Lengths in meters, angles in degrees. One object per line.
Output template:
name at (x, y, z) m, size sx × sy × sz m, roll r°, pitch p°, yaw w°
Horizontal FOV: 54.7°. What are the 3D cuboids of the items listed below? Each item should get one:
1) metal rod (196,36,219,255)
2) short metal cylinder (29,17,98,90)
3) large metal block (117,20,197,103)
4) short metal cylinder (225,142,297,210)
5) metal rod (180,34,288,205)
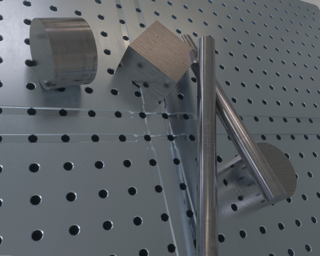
metal rod at (0.060, 0.011, 0.401) m, size 0.025 × 0.025 × 0.299 m, roll 12°, pitch 67°, yaw -22°
short metal cylinder at (-0.115, -0.088, 0.365) m, size 0.050 × 0.080 × 0.080 m, roll -15°, pitch 70°, yaw -34°
large metal block at (-0.002, -0.097, 0.451) m, size 0.080 × 0.050 × 0.080 m, roll 38°, pitch 51°, yaw -3°
short metal cylinder at (0.138, 0.066, 0.426) m, size 0.081 × 0.050 × 0.080 m, roll 13°, pitch 56°, yaw -21°
metal rod at (0.086, -0.033, 0.435) m, size 0.025 × 0.025 × 0.299 m, roll 0°, pitch 49°, yaw -28°
